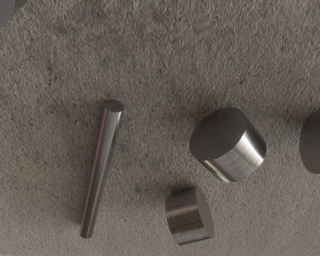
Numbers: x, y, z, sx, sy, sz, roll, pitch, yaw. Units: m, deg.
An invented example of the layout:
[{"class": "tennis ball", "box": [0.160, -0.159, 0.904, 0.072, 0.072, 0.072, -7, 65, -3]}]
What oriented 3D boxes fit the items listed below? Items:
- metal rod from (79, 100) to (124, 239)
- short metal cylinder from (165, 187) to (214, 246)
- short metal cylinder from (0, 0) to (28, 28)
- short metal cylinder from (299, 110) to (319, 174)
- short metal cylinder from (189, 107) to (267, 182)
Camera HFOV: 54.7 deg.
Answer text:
[{"class": "metal rod", "box": [-0.096, 0.082, 0.475, 0.025, 0.025, 0.298, 12, 129, -10]}, {"class": "short metal cylinder", "box": [0.048, 0.139, 0.490, 0.050, 0.080, 0.080, -20, 128, 16]}, {"class": "short metal cylinder", "box": [-0.162, -0.134, 0.275, 0.081, 0.050, 0.079, 0, 130, 0]}, {"class": "short metal cylinder", "box": [0.221, 0.020, 0.390, 0.050, 0.080, 0.079, 5, 130, -5]}, {"class": "short metal cylinder", "box": [0.084, 0.021, 0.389, 0.080, 0.080, 0.050, -32, 123, 24]}]
